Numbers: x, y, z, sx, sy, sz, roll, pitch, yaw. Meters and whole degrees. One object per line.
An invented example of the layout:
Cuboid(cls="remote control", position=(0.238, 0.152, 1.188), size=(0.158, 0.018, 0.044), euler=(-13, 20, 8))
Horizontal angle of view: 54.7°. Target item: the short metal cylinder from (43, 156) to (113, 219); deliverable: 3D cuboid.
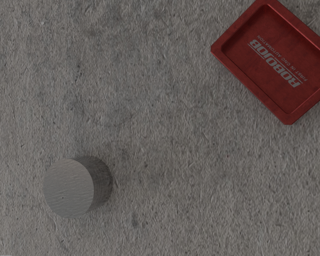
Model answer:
Cuboid(cls="short metal cylinder", position=(-0.114, 0.081, 0.436), size=(0.080, 0.050, 0.080), euler=(0, 90, 20))

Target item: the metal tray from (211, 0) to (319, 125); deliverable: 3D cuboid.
Cuboid(cls="metal tray", position=(0.135, -0.078, 0.358), size=(0.090, 0.030, 0.130), euler=(-45, 76, 14))
